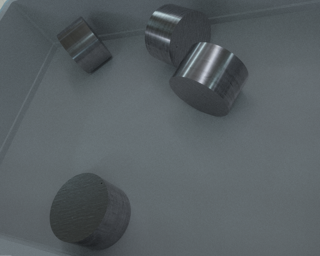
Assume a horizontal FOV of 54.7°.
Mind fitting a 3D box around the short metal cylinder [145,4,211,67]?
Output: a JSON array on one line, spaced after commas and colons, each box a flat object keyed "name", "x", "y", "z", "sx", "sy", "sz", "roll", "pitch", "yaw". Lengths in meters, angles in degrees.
[{"name": "short metal cylinder", "x": 0.026, "y": -0.128, "z": 0.435, "sx": 0.050, "sy": 0.080, "sz": 0.080, "roll": 34, "pitch": 81, "yaw": 38}]

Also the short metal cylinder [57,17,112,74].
[{"name": "short metal cylinder", "x": -0.126, "y": -0.139, "z": 0.522, "sx": 0.050, "sy": 0.080, "sz": 0.080, "roll": -37, "pitch": 51, "yaw": 3}]

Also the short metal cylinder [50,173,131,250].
[{"name": "short metal cylinder", "x": -0.083, "y": 0.100, "z": 0.372, "sx": 0.080, "sy": 0.050, "sz": 0.080, "roll": -13, "pitch": 56, "yaw": 21}]

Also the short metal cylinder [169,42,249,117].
[{"name": "short metal cylinder", "x": 0.058, "y": -0.057, "z": 0.375, "sx": 0.080, "sy": 0.080, "sz": 0.050, "roll": 22, "pitch": 74, "yaw": 36}]
